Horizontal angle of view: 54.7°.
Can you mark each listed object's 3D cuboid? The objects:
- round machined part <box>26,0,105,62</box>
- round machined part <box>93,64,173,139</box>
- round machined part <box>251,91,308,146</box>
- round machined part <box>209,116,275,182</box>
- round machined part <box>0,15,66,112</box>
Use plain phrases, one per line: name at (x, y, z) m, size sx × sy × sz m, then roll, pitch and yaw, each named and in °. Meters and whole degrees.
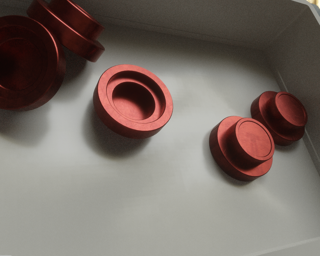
round machined part at (-0.108, -0.128, 0.381) m, size 0.098 × 0.042 × 0.098 m, roll 38°, pitch 10°, yaw -8°
round machined part at (-0.037, -0.029, 0.393) m, size 0.099 × 0.042 × 0.098 m, roll 14°, pitch 56°, yaw -21°
round machined part at (0.205, -0.022, 0.518) m, size 0.099 × 0.042 × 0.098 m, roll 14°, pitch 56°, yaw -21°
round machined part at (0.124, 0.024, 0.447) m, size 0.099 × 0.042 × 0.098 m, roll 14°, pitch 56°, yaw -21°
round machined part at (-0.149, -0.066, 0.334) m, size 0.099 × 0.042 × 0.097 m, roll 0°, pitch 87°, yaw 4°
